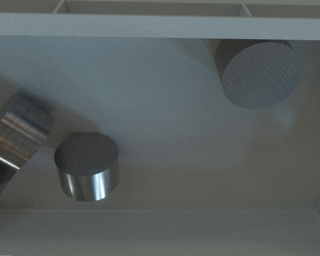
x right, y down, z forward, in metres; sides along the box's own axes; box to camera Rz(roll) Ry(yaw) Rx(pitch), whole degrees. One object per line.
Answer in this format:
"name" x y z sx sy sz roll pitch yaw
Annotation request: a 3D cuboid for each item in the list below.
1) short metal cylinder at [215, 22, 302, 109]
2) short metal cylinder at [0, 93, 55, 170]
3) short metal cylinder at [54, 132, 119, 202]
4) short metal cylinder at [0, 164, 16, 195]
"short metal cylinder" 0.104 -0.067 0.337 0.081 0.050 0.079 0 130 0
"short metal cylinder" -0.174 0.004 0.374 0.080 0.080 0.050 -35 122 25
"short metal cylinder" -0.096 0.051 0.415 0.081 0.080 0.050 2 130 -2
"short metal cylinder" -0.244 0.058 0.419 0.080 0.080 0.050 29 124 -23
